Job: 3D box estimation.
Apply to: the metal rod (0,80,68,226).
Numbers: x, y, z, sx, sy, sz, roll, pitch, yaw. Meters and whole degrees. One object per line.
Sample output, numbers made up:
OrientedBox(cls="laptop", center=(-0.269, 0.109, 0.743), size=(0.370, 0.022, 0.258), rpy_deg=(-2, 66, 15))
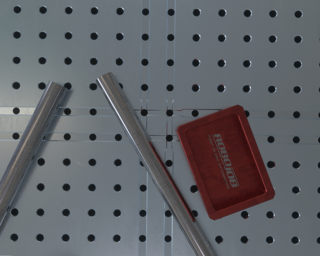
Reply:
OrientedBox(cls="metal rod", center=(-0.200, 0.076, 0.411), size=(0.025, 0.025, 0.299), rpy_deg=(26, 90, 0))

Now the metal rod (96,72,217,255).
OrientedBox(cls="metal rod", center=(0.000, 0.062, 0.413), size=(0.025, 0.025, 0.299), rpy_deg=(-30, 90, 0))

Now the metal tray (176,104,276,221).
OrientedBox(cls="metal tray", center=(0.085, 0.044, 0.411), size=(0.090, 0.030, 0.129), rpy_deg=(-20, 90, 0))
